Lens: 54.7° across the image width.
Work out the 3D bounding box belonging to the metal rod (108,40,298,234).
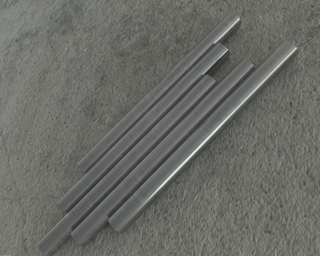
[{"bbox_3d":[0.054,0.008,0.371,0.300,0.025,0.025,-45,51,-4],"label":"metal rod"}]

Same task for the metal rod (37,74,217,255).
[{"bbox_3d":[-0.037,0.045,0.396,0.300,0.025,0.025,-45,51,-4],"label":"metal rod"}]

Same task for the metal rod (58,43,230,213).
[{"bbox_3d":[-0.019,-0.002,0.415,0.300,0.025,0.025,-45,51,-4],"label":"metal rod"}]

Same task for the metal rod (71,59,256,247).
[{"bbox_3d":[0.007,0.028,0.383,0.300,0.025,0.025,-45,51,-4],"label":"metal rod"}]

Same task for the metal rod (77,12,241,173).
[{"bbox_3d":[0.002,-0.050,0.434,0.300,0.025,0.025,-45,51,-4],"label":"metal rod"}]
